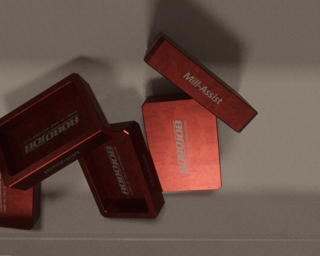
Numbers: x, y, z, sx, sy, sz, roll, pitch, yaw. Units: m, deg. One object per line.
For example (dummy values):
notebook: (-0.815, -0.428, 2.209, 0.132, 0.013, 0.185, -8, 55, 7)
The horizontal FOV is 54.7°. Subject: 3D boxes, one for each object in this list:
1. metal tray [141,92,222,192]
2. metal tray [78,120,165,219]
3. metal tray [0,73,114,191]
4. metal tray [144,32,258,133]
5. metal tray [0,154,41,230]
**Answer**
metal tray: (0.031, 0.020, 0.409, 0.090, 0.030, 0.129, -5, 111, 9)
metal tray: (-0.055, 0.059, 0.412, 0.090, 0.030, 0.129, -7, 112, 26)
metal tray: (-0.132, 0.004, 0.371, 0.130, 0.030, 0.090, -31, 65, 3)
metal tray: (0.044, -0.056, 0.356, 0.130, 0.090, 0.030, 36, 106, -13)
metal tray: (-0.218, 0.077, 0.434, 0.091, 0.030, 0.129, 8, 110, -4)
